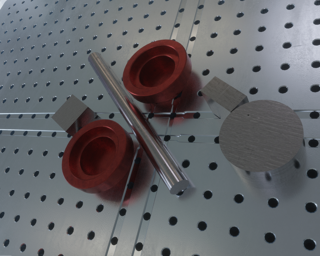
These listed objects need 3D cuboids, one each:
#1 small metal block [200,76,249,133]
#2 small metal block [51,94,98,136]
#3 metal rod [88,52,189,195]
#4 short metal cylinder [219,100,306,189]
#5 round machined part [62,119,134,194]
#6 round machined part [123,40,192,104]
[{"bbox_3d":[0.081,-0.027,0.367,0.025,0.050,0.050,-45,51,-3],"label":"small metal block"},{"bbox_3d":[-0.136,-0.019,0.492,0.050,0.025,0.050,35,81,38],"label":"small metal block"},{"bbox_3d":[-0.046,-0.027,0.448,0.025,0.025,0.300,-38,51,3],"label":"metal rod"},{"bbox_3d":[0.108,0.017,0.325,0.080,0.050,0.080,-13,56,21],"label":"short metal cylinder"},{"bbox_3d":[-0.078,0.040,0.413,0.098,0.042,0.098,-13,56,21],"label":"round machined part"},{"bbox_3d":[-0.001,-0.076,0.444,0.098,0.042,0.098,-13,56,21],"label":"round machined part"}]
